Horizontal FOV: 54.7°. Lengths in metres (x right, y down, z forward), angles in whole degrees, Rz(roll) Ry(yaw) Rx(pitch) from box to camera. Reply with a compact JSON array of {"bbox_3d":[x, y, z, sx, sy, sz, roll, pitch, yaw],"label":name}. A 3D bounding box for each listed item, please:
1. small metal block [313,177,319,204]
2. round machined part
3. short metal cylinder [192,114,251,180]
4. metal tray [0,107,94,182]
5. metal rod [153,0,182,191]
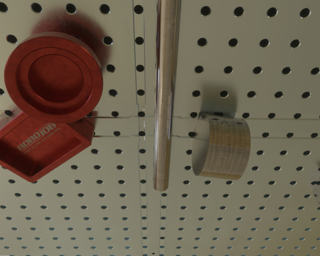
[{"bbox_3d":[0.284,0.097,0.499,0.050,0.025,0.050,-2,130,1],"label":"small metal block"},{"bbox_3d":[-0.113,-0.057,0.341,0.099,0.042,0.097,-5,120,-8],"label":"round machined part"},{"bbox_3d":[0.076,0.024,0.398,0.050,0.080,0.079,8,130,-7],"label":"short metal cylinder"},{"bbox_3d":[-0.166,0.016,0.419,0.130,0.030,0.090,-32,124,23],"label":"metal tray"},{"bbox_3d":[0.005,-0.023,0.391,0.025,0.025,0.298,1,130,-1],"label":"metal rod"}]
